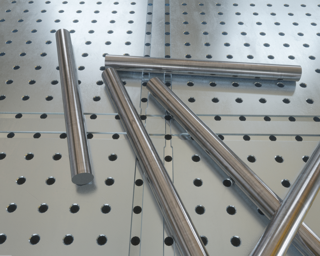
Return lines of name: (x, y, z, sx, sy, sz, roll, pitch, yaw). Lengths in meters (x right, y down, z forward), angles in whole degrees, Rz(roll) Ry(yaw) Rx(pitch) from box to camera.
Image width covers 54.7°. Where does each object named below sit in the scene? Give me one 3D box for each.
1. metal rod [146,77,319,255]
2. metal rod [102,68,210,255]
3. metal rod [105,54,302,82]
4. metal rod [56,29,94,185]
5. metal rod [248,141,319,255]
metal rod: (0.074, 0.030, 0.383, 0.025, 0.025, 0.300, -27, 55, -21)
metal rod: (-0.020, 0.024, 0.386, 0.025, 0.025, 0.300, -17, 52, -15)
metal rod: (0.065, -0.095, 0.487, 0.302, 0.025, 0.025, 4, 50, 2)
metal rod: (-0.129, -0.052, 0.449, 0.025, 0.025, 0.300, -12, 51, -10)
metal rod: (0.146, 0.070, 0.320, 0.025, 0.025, 0.302, 33, 48, 24)
